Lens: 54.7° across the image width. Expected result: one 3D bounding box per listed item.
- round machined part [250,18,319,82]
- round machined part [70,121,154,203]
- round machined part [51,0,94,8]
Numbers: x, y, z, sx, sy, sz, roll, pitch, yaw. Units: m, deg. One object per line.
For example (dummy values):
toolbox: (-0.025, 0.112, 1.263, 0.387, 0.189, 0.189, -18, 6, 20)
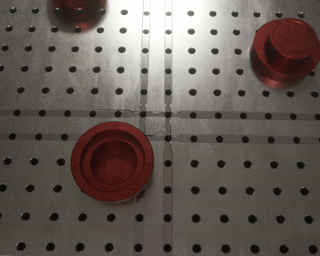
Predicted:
round machined part: (0.185, -0.119, 0.449, 0.099, 0.042, 0.098, 0, 70, -1)
round machined part: (-0.057, 0.044, 0.386, 0.099, 0.042, 0.098, 0, 70, -1)
round machined part: (-0.134, -0.230, 0.485, 0.099, 0.042, 0.098, 0, 70, -1)
